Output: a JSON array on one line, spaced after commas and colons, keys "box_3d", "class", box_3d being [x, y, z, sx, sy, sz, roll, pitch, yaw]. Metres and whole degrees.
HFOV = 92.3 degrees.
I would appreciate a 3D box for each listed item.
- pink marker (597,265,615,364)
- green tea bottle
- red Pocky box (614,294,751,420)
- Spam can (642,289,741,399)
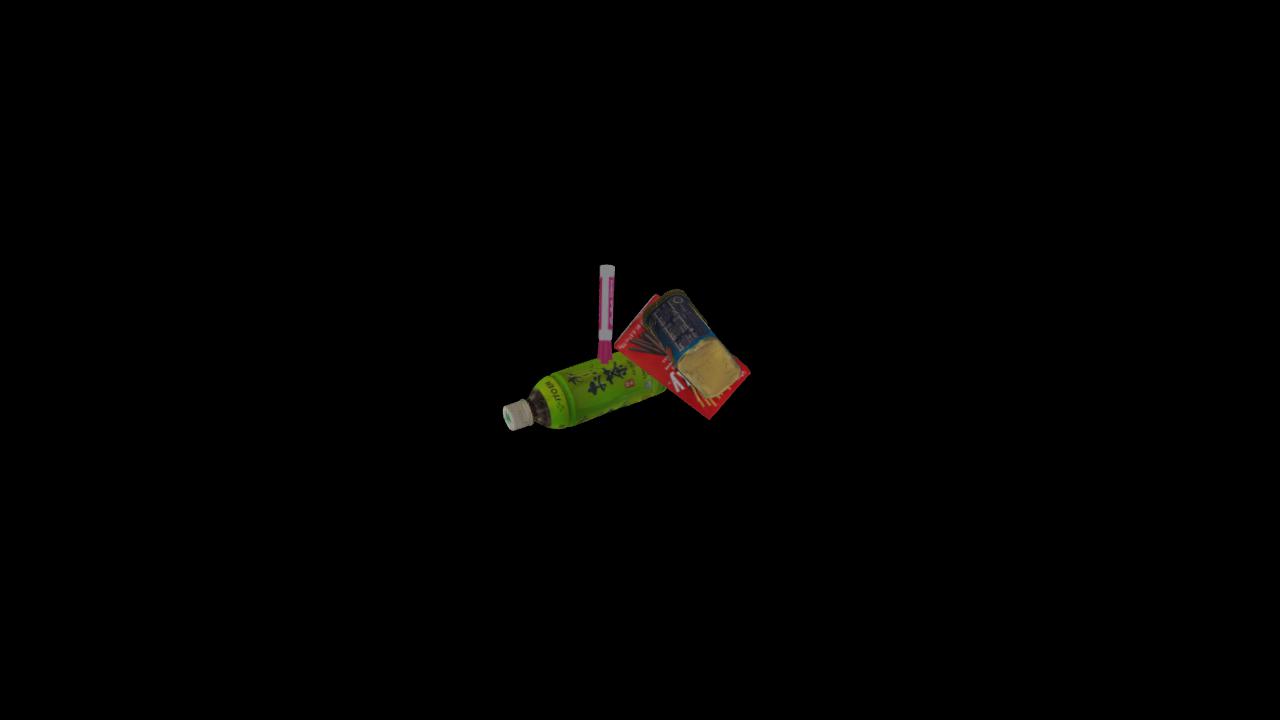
[{"box_3d": [-0.042, -0.055, 0.753, 0.020, 0.121, 0.020, 2, -2, 0], "class": "pink marker"}, {"box_3d": [-0.065, 0.039, 0.757, 0.212, 0.073, 0.073, -19, 9, -28], "class": "green tea bottle"}, {"box_3d": [0.053, -0.003, 0.754, 0.155, 0.083, 0.028, 37, 8, -13], "class": "red Pocky box"}, {"box_3d": [0.058, -0.016, 0.673, 0.058, 0.085, 0.101, -39, -39, 6], "class": "Spam can"}]
